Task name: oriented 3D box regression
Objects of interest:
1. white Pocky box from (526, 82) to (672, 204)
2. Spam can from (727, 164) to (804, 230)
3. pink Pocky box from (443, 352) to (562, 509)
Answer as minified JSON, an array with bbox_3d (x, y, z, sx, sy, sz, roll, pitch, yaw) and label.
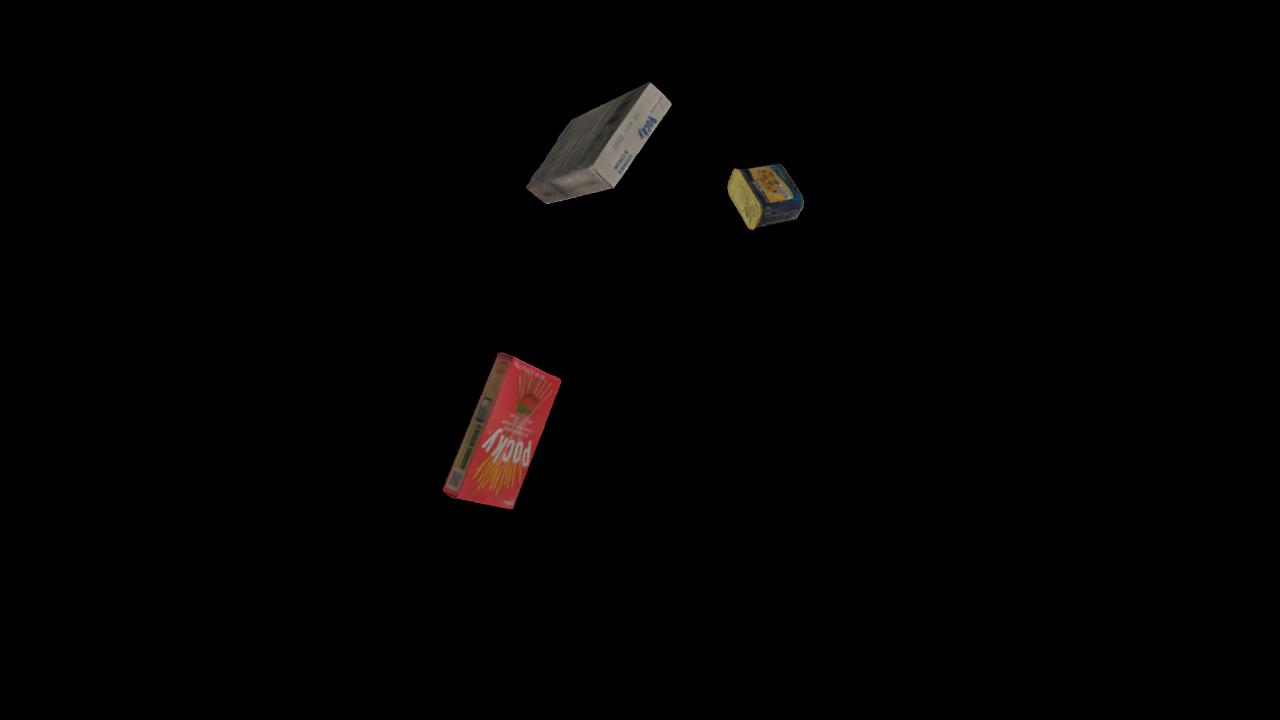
[{"bbox_3d":[-0.041,-0.173,0.507,0.028,0.084,0.154,36,-8,-28],"label":"white Pocky box"},{"bbox_3d":[0.204,-0.268,0.999,0.085,0.101,0.058,-16,-25,-18],"label":"Spam can"},{"bbox_3d":[-0.143,0.078,0.657,0.029,0.155,0.084,13,-12,36],"label":"pink Pocky box"}]
